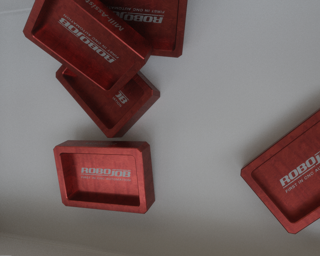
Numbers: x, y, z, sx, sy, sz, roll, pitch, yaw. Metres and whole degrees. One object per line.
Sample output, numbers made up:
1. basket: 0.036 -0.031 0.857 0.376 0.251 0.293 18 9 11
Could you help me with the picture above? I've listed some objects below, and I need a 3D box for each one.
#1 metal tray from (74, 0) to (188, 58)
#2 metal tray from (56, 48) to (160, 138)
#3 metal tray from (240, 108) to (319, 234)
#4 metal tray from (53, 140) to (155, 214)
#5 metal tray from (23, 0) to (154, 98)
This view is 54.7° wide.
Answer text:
1. metal tray: -0.034 -0.135 0.371 0.131 0.089 0.030 6 48 2
2. metal tray: -0.075 -0.061 0.432 0.090 0.030 0.130 -46 76 14
3. metal tray: 0.170 0.044 0.348 0.130 0.030 0.090 -42 77 15
4. metal tray: -0.076 0.064 0.422 0.130 0.030 0.089 0 104 19
5. metal tray: -0.085 -0.102 0.363 0.130 0.030 0.090 37 138 -16
